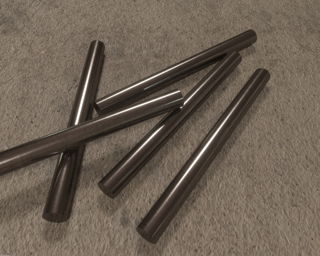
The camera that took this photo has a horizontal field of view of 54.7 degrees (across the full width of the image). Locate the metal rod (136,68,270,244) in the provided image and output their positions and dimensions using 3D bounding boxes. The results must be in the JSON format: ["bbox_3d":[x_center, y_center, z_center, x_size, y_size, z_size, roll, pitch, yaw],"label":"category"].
[{"bbox_3d":[0.071,0.014,0.392,0.025,0.025,0.301,28,55,21],"label":"metal rod"}]

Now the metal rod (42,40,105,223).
[{"bbox_3d":[-0.107,-0.021,0.419,0.025,0.025,0.300,1,50,0],"label":"metal rod"}]

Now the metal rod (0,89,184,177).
[{"bbox_3d":[-0.108,0.014,0.356,0.302,0.025,0.025,-22,54,-18],"label":"metal rod"}]

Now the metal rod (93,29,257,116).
[{"bbox_3d":[0.037,-0.092,0.481,0.302,0.025,0.025,-29,56,-23],"label":"metal rod"}]

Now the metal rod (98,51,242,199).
[{"bbox_3d":[0.030,-0.022,0.422,0.025,0.025,0.301,30,56,22],"label":"metal rod"}]
